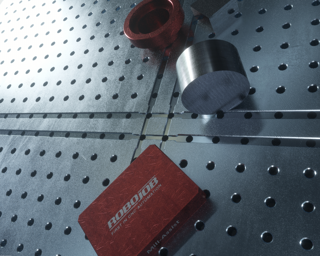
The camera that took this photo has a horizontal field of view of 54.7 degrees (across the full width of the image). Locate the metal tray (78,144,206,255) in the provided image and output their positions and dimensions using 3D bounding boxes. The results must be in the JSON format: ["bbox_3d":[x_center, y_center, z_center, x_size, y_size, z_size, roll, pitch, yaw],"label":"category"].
[{"bbox_3d":[-0.023,0.093,0.359,0.130,0.030,0.090,-45,51,-4],"label":"metal tray"}]

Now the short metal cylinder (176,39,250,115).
[{"bbox_3d":[0.062,-0.060,0.376,0.080,0.080,0.050,-19,55,17],"label":"short metal cylinder"}]

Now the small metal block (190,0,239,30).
[{"bbox_3d":[0.084,-0.186,0.477,0.050,0.025,0.050,-40,51,1],"label":"small metal block"}]

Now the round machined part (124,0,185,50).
[{"bbox_3d":[-0.006,-0.166,0.500,0.098,0.042,0.098,-13,56,20],"label":"round machined part"}]
